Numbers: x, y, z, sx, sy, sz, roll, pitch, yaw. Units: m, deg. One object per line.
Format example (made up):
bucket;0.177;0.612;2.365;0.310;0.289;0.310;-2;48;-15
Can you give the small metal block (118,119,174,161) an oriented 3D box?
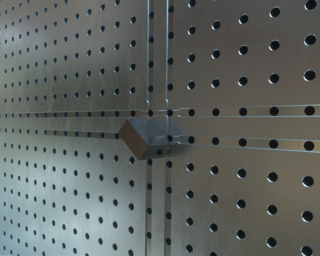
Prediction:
small metal block;-0.018;0.014;0.409;0.050;0.050;0.025;49;119;28
